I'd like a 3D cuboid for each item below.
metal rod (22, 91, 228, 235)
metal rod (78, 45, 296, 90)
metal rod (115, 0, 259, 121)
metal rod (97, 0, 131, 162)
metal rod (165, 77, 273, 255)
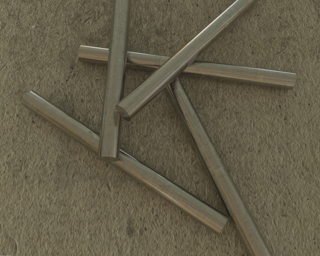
[{"bbox_3d":[-0.052,0.038,0.393,0.301,0.025,0.025,32,73,11],"label":"metal rod"},{"bbox_3d":[0.036,-0.086,0.439,0.302,0.025,0.025,8,70,3],"label":"metal rod"},{"bbox_3d":[0.053,-0.115,0.427,0.025,0.025,0.301,39,66,13],"label":"metal rod"},{"bbox_3d":[-0.057,-0.103,0.417,0.025,0.025,0.299,2,70,0],"label":"metal rod"},{"bbox_3d":[0.076,0.065,0.384,0.025,0.025,0.299,-23,72,-8],"label":"metal rod"}]
